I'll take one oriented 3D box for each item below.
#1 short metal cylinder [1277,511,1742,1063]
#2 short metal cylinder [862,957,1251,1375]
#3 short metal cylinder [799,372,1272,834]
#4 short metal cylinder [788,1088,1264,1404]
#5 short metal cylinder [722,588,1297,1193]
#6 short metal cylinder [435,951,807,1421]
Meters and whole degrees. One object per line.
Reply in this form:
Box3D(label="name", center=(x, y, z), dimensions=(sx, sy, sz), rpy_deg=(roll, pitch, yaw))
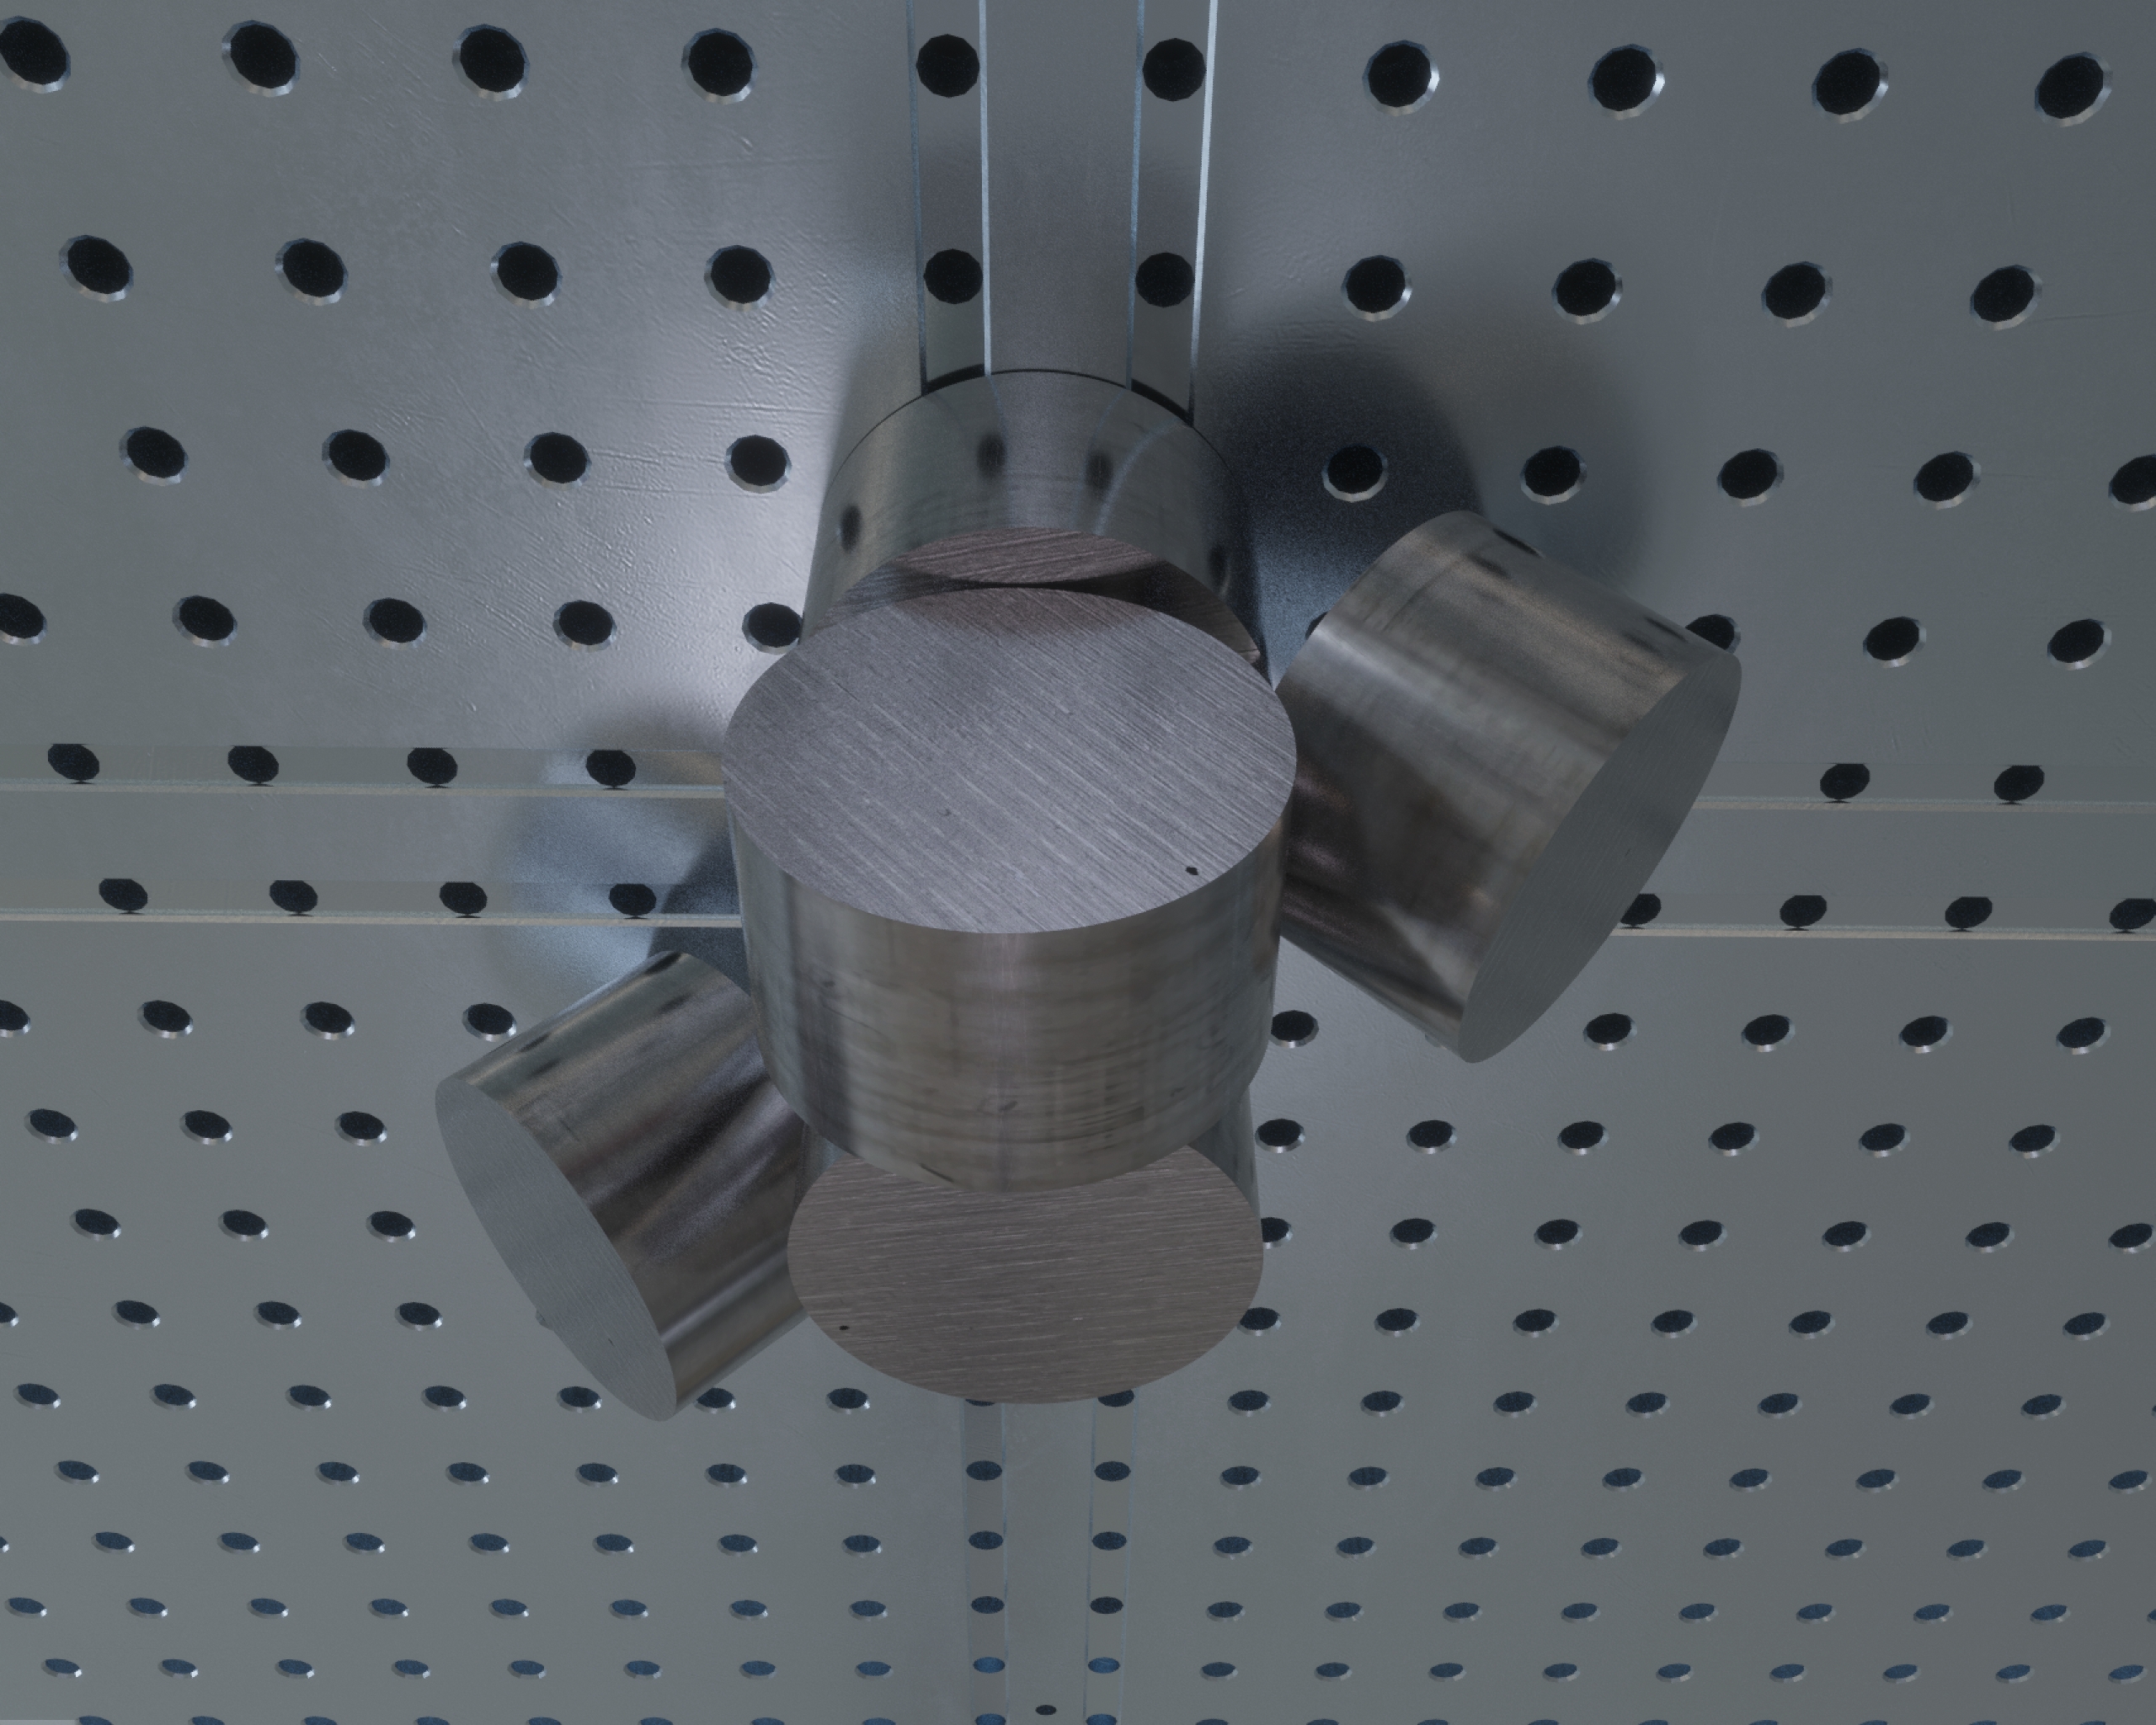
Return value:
Box3D(label="short metal cylinder", center=(0.068, -0.013, 0.356), dimensions=(0.050, 0.081, 0.079), rpy_deg=(35, 134, 24))
Box3D(label="short metal cylinder", center=(-0.005, 0.066, 0.451), dimensions=(0.081, 0.050, 0.079), rpy_deg=(-1, 131, 0))
Box3D(label="short metal cylinder", center=(-0.008, -0.037, 0.363), dimensions=(0.081, 0.050, 0.079), rpy_deg=(0, 131, 0))
Box3D(label="short metal cylinder", center=(-0.009, 0.052, 0.373), dimensions=(0.081, 0.050, 0.079), rpy_deg=(0, 130, 0))
Box3D(label="short metal cylinder", center=(-0.010, 0.002, 0.310), dimensions=(0.081, 0.080, 0.050), rpy_deg=(0, 130, -1))
Box3D(label="short metal cylinder", center=(-0.085, 0.065, 0.422), dimensions=(0.050, 0.080, 0.079), rpy_deg=(-33, 139, -31))
